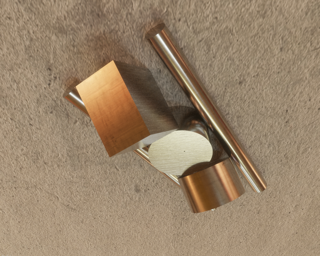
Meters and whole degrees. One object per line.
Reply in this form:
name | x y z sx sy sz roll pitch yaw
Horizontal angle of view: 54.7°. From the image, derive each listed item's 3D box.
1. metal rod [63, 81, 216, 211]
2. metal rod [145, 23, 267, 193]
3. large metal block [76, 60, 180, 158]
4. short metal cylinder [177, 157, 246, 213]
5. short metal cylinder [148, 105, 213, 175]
metal rod | -0.010 0.040 0.442 0.025 0.025 0.300 -33 123 25
metal rod | 0.075 -0.005 0.404 0.025 0.025 0.300 -26 126 20
large metal block | -0.031 -0.021 0.334 0.050 0.080 0.080 -30 83 22
short metal cylinder | 0.071 0.078 0.432 0.080 0.080 0.050 -25 84 19
short metal cylinder | 0.026 0.017 0.407 0.081 0.050 0.079 0 130 0
